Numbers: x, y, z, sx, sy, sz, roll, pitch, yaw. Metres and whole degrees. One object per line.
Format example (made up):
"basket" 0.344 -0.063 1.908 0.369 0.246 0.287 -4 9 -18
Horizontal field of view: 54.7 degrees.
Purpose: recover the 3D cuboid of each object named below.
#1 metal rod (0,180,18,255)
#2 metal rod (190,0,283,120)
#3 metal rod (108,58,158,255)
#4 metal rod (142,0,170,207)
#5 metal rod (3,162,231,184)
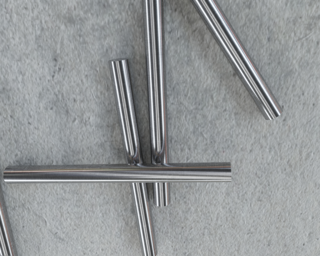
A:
"metal rod" -0.238 0.091 0.439 0.025 0.025 0.298 -2 110 0
"metal rod" 0.061 -0.132 0.362 0.025 0.025 0.300 -34 107 11
"metal rod" -0.033 0.055 0.429 0.025 0.025 0.298 -7 110 2
"metal rod" -0.003 -0.033 0.397 0.025 0.025 0.298 -2 110 0
"metal rod" -0.061 0.060 0.407 0.301 0.025 0.025 -2 111 9
